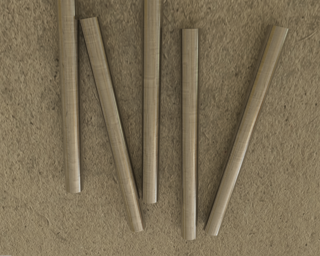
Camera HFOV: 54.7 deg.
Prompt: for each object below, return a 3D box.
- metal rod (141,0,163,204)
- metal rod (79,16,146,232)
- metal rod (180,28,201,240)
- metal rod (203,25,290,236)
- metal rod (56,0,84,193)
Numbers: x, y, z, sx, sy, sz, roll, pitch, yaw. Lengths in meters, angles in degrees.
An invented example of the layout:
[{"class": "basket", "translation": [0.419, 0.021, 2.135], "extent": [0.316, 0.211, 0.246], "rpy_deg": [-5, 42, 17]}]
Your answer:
[{"class": "metal rod", "translation": [-0.011, -0.038, 0.395], "extent": [0.025, 0.025, 0.298], "rpy_deg": [1, 110, -1]}, {"class": "metal rod", "translation": [-0.057, 0.010, 0.412], "extent": [0.025, 0.025, 0.298], "rpy_deg": [-9, 110, 3]}, {"class": "metal rod", "translation": [0.040, 0.022, 0.417], "extent": [0.025, 0.025, 0.298], "rpy_deg": [-2, 110, 0]}, {"class": "metal rod", "translation": [0.109, 0.017, 0.416], "extent": [0.025, 0.025, 0.298], "rpy_deg": [12, 110, -4]}, {"class": "metal rod", "translation": [-0.112, -0.054, 0.388], "extent": [0.025, 0.025, 0.298], "rpy_deg": [3, 110, -1]}]
